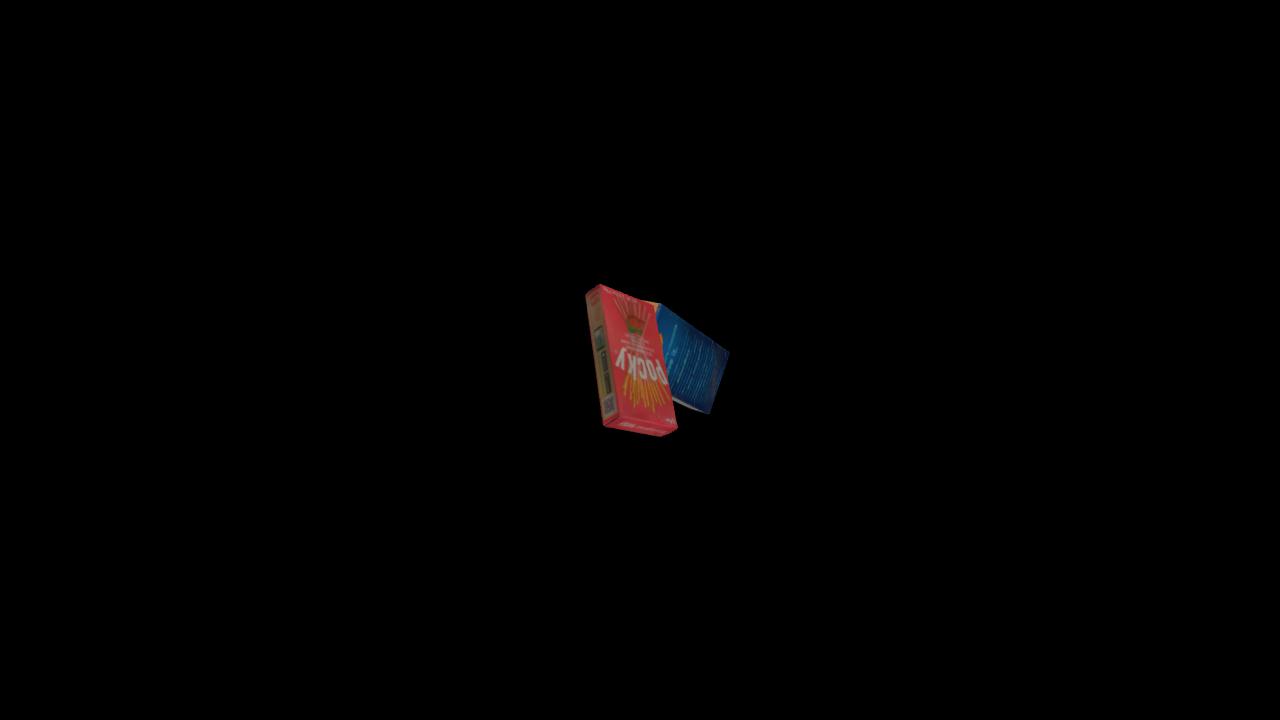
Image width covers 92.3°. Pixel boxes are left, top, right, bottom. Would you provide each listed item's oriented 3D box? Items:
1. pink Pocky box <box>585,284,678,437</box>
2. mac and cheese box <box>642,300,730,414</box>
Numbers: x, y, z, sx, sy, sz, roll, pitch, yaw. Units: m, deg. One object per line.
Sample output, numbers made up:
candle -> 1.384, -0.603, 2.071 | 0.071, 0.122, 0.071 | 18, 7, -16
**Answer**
pink Pocky box -> -0.010, 0.000, 0.644 | 0.084, 0.155, 0.029 | 17, -37, -42
mac and cheese box -> 0.045, 0.001, 0.769 | 0.041, 0.093, 0.184 | 15, -9, 37
